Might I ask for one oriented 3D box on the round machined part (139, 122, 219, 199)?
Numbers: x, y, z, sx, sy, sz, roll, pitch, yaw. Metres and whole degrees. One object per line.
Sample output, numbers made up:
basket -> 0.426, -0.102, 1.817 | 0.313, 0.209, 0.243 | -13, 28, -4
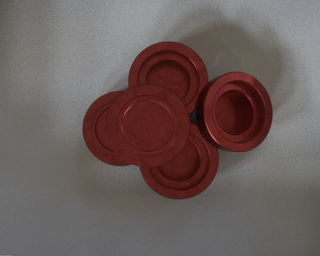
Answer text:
round machined part -> 0.023, 0.039, 0.401 | 0.099, 0.042, 0.097 | 0, 90, -1

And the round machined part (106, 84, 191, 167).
round machined part -> -0.013, -0.003, 0.358 | 0.099, 0.042, 0.097 | 0, 90, -1

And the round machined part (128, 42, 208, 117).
round machined part -> 0.010, -0.058, 0.402 | 0.099, 0.042, 0.097 | 0, 90, -1

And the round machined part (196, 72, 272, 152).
round machined part -> 0.089, -0.019, 0.392 | 0.099, 0.042, 0.097 | 1, 87, -21

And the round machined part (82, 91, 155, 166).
round machined part -> -0.051, 0.001, 0.399 | 0.099, 0.042, 0.097 | 0, 90, -1
